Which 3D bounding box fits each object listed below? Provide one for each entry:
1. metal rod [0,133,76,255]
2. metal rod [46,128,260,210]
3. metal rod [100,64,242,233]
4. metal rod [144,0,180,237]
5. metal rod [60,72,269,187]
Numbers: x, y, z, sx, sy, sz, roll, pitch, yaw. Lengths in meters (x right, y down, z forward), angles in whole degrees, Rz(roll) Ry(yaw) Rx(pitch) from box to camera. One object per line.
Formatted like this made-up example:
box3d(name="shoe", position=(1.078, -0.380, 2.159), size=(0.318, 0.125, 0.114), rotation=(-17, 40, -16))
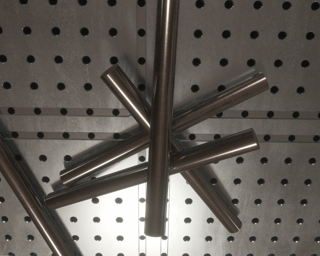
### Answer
box3d(name="metal rod", position=(-0.184, 0.113, 0.452), size=(0.025, 0.025, 0.299), rotation=(-20, 109, 7))
box3d(name="metal rod", position=(-0.026, 0.059, 0.396), size=(0.300, 0.025, 0.025), rotation=(-20, 110, 22))
box3d(name="metal rod", position=(0.028, 0.043, 0.408), size=(0.025, 0.025, 0.300), rotation=(-33, 115, 11))
box3d(name="metal rod", position=(0.003, -0.027, 0.355), size=(0.025, 0.025, 0.298), rotation=(3, 92, -2))
box3d(name="metal rod", position=(-0.001, 0.005, 0.415), size=(0.301, 0.025, 0.025), rotation=(-26, 108, 9))
